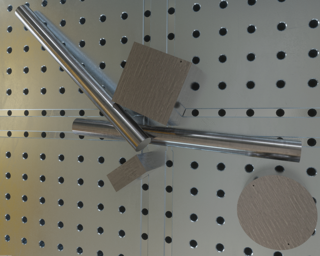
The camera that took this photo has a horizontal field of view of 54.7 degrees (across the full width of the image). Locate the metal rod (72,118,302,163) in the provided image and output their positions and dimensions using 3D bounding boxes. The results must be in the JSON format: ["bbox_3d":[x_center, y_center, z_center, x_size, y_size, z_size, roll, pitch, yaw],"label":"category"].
[{"bbox_3d":[0.020,0.013,0.405,0.301,0.025,0.025,6,92,19],"label":"metal rod"}]

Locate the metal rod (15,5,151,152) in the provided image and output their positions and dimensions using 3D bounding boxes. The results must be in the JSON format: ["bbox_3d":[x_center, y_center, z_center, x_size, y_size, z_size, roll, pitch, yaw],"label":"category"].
[{"bbox_3d":[-0.119,-0.081,0.439,0.300,0.025,0.025,46,104,19],"label":"metal rod"}]

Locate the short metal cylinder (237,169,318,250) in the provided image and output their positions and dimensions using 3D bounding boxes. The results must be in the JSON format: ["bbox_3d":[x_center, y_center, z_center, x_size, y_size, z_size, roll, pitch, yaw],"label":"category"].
[{"bbox_3d":[0.132,0.090,0.353,0.080,0.050,0.079,0,90,20],"label":"short metal cylinder"}]

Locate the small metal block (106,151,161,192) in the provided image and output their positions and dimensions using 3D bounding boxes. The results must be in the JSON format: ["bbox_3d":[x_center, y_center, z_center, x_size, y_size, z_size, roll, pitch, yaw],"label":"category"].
[{"bbox_3d":[-0.034,0.057,0.411,0.050,0.050,0.025,-36,79,16],"label":"small metal block"}]

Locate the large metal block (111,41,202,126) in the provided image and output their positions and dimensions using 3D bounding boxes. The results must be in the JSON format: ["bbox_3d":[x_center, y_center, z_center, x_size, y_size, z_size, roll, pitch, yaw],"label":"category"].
[{"bbox_3d":[-0.004,-0.055,0.401,0.080,0.050,0.080,25,98,18],"label":"large metal block"}]
